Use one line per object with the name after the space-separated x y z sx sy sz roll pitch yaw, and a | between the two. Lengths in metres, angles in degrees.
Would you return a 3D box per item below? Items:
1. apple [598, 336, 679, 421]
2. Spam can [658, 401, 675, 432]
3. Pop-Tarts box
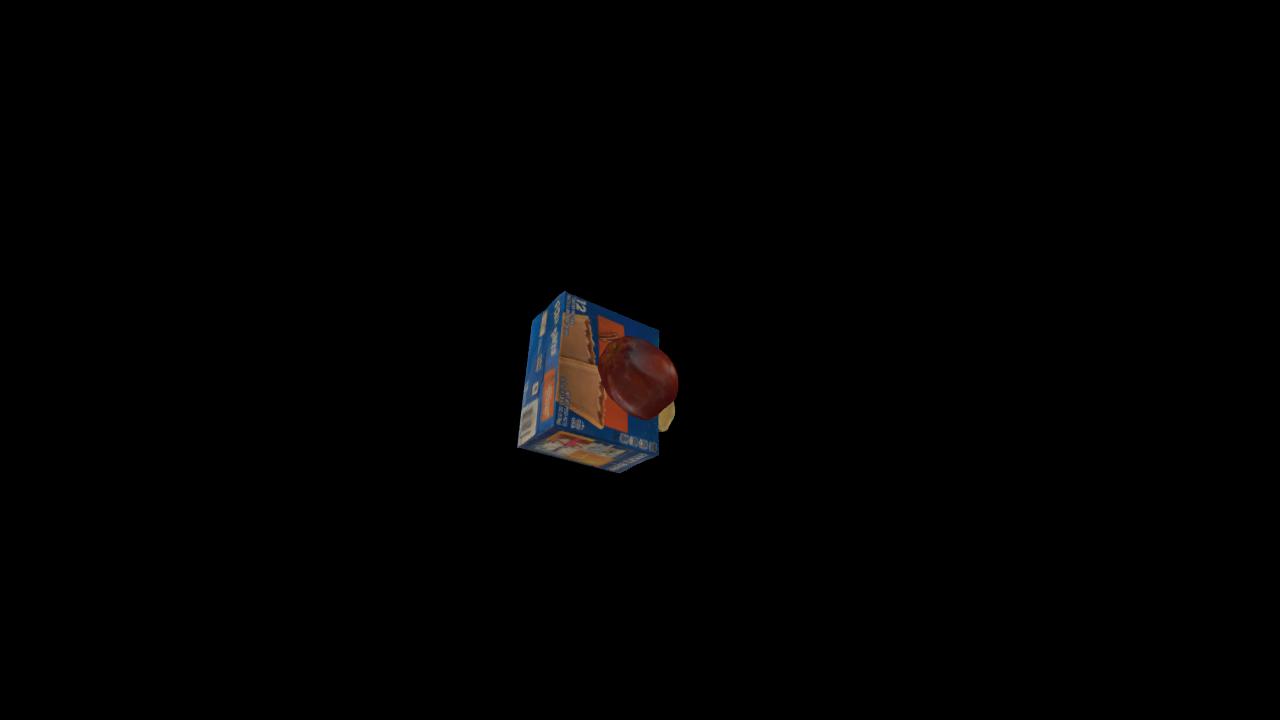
-0.002 0.018 0.646 0.079 0.079 0.093 0 -36 48 | apple
-0.015 0.043 0.746 0.085 0.101 0.058 -9 30 35 | Spam can
-0.055 0.029 0.717 0.141 0.167 0.083 21 -34 -32 | Pop-Tarts box
